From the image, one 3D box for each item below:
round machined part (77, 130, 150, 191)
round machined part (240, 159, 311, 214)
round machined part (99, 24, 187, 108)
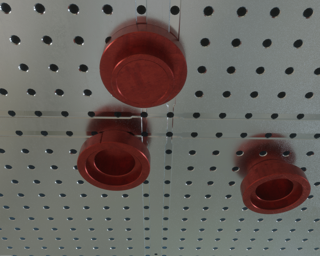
[{"bbox_3d":[-0.062,0.041,0.435,0.099,0.042,0.097,0,130,0],"label":"round machined part"},{"bbox_3d":[0.172,0.086,0.475,0.099,0.042,0.097,0,130,0],"label":"round machined part"},{"bbox_3d":[-0.019,-0.061,0.348,0.099,0.042,0.097,0,130,0],"label":"round machined part"}]
